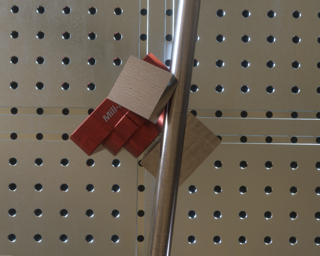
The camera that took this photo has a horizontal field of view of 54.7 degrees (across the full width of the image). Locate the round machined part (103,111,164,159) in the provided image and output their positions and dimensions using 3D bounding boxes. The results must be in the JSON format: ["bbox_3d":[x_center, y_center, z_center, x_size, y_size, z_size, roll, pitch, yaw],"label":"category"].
[{"bbox_3d":[-0.022,-0.001,0.380,0.042,0.098,0.098,42,90,0],"label":"round machined part"}]

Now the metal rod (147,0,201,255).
[{"bbox_3d":[0.014,0.011,0.333,0.025,0.025,0.298,7,90,-1],"label":"metal rod"}]

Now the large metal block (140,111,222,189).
[{"bbox_3d":[0.023,0.027,0.383,0.050,0.080,0.080,43,90,-1],"label":"large metal block"}]

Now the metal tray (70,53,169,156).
[{"bbox_3d":[-0.044,-0.026,0.380,0.030,0.090,0.130,43,90,0],"label":"metal tray"}]

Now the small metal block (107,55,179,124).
[{"bbox_3d":[-0.017,-0.039,0.315,0.050,0.025,0.050,28,88,18],"label":"small metal block"}]
